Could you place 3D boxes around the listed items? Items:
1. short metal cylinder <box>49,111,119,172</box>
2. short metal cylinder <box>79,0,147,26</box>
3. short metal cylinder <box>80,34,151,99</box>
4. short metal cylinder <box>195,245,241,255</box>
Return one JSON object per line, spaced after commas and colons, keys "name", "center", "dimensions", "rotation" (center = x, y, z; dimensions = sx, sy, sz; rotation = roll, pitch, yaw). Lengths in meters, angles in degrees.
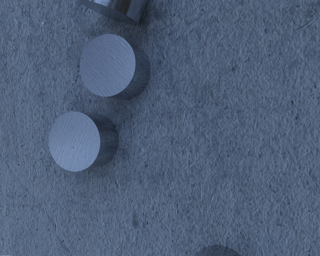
{"name": "short metal cylinder", "center": [-0.106, 0.018, 0.433], "dimensions": [0.080, 0.050, 0.080], "rotation": [0, 90, 20]}
{"name": "short metal cylinder", "center": [-0.057, -0.173, 0.400], "dimensions": [0.080, 0.080, 0.050], "rotation": [23, 98, 18]}
{"name": "short metal cylinder", "center": [-0.059, -0.080, 0.417], "dimensions": [0.080, 0.050, 0.080], "rotation": [0, 90, 20]}
{"name": "short metal cylinder", "center": [0.068, 0.190, 0.371], "dimensions": [0.080, 0.050, 0.080], "rotation": [0, 90, 20]}
